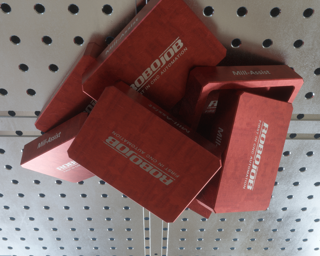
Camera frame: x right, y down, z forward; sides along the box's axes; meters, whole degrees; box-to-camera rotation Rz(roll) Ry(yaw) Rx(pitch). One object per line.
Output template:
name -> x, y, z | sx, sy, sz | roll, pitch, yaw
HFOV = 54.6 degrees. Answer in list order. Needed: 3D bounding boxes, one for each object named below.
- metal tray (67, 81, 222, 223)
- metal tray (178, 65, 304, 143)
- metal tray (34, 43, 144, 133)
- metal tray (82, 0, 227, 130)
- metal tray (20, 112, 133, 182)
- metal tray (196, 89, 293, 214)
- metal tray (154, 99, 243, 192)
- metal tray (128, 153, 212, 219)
metal tray -> -0.016, 0.025, 0.314 | 0.130, 0.030, 0.090 | 35, 110, -3
metal tray -> 0.090, -0.025, 0.358 | 0.131, 0.030, 0.089 | -6, 133, -22
metal tray -> -0.083, -0.028, 0.383 | 0.090, 0.030, 0.129 | 31, 123, -24
metal tray -> -0.007, -0.066, 0.327 | 0.130, 0.030, 0.090 | -43, 121, 14
metal tray -> -0.105, 0.031, 0.404 | 0.130, 0.030, 0.090 | -24, 143, 33
metal tray -> 0.097, 0.028, 0.349 | 0.091, 0.030, 0.129 | 8, 97, -33
metal tray -> 0.050, 0.021, 0.388 | 0.130, 0.090, 0.030 | 37, 121, -26
metal tray -> 0.005, 0.068, 0.408 | 0.090, 0.130, 0.030 | 35, 80, -27
